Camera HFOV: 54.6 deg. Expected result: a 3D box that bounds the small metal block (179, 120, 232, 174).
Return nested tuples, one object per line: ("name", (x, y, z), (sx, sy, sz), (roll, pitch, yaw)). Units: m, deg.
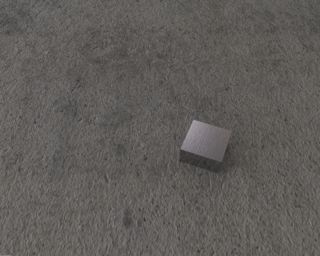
("small metal block", (0.057, 0.022, 0.385), (0.050, 0.025, 0.050), (17, 52, 14))
